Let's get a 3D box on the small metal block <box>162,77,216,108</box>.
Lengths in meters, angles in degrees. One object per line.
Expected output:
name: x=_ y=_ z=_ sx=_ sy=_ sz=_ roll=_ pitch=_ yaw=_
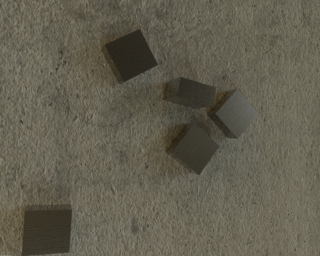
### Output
small metal block: x=0.038 y=-0.045 z=0.409 sx=0.050 sy=0.050 sz=0.025 roll=14 pitch=86 yaw=-20

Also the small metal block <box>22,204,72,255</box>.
small metal block: x=-0.131 y=0.117 z=0.361 sx=0.050 sy=0.025 sz=0.050 roll=4 pitch=89 yaw=-20

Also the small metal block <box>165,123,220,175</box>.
small metal block: x=0.045 y=0.028 z=0.425 sx=0.050 sy=0.025 sz=0.050 roll=41 pitch=77 yaw=-16

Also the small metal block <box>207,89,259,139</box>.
small metal block: x=0.105 y=-0.020 z=0.448 sx=0.050 sy=0.025 sz=0.050 roll=47 pitch=76 yaw=-14

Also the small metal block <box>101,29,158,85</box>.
small metal block: x=-0.039 y=-0.090 z=0.394 sx=0.050 sy=0.025 sz=0.050 roll=-31 pitch=100 yaw=-18
